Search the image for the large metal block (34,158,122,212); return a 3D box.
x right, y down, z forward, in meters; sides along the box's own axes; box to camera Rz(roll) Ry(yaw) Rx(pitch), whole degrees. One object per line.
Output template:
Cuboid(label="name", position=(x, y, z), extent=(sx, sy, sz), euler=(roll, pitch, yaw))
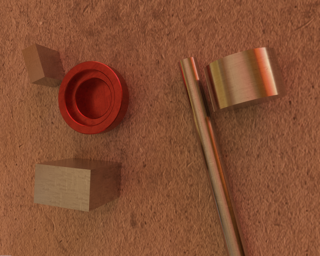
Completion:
Cuboid(label="large metal block", position=(-0.107, 0.072, 0.416), extent=(0.080, 0.080, 0.050), euler=(3, 91, 19))

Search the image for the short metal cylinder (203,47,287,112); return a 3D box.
Cuboid(label="short metal cylinder", position=(0.094, -0.051, 0.346), extent=(0.080, 0.080, 0.050), euler=(-14, 85, 19))

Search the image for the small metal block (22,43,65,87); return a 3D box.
Cuboid(label="small metal block", position=(-0.168, -0.090, 0.453), extent=(0.025, 0.050, 0.050), euler=(-20, 84, 19))

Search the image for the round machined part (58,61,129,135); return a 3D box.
Cuboid(label="round machined part", position=(-0.087, -0.040, 0.429), extent=(0.098, 0.042, 0.097), euler=(0, 90, 19))

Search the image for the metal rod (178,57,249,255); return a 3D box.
Cuboid(label="metal rod", position=(0.071, 0.058, 0.383), extent=(0.025, 0.025, 0.298), euler=(-16, 85, 19))
